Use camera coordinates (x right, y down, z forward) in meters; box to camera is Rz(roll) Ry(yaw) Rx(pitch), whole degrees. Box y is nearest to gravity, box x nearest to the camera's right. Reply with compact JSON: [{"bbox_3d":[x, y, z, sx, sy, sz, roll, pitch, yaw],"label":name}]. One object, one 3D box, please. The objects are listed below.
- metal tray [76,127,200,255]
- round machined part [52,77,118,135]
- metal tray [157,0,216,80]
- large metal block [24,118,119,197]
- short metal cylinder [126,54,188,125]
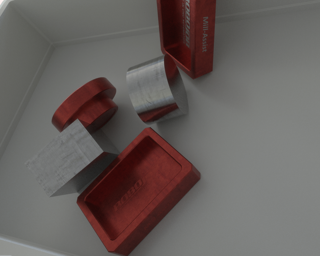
[{"bbox_3d":[-0.028,0.072,0.371,0.130,0.030,0.090,-46,51,-4],"label":"metal tray"},{"bbox_3d":[-0.098,-0.022,0.434,0.098,0.098,0.042,-43,86,-2],"label":"round machined part"},{"bbox_3d":[0.032,-0.140,0.405,0.030,0.129,0.090,-26,49,-18],"label":"metal tray"},{"bbox_3d":[-0.104,0.039,0.390,0.080,0.080,0.050,-40,79,1],"label":"large metal block"},{"bbox_3d":[-0.001,-0.049,0.400,0.050,0.080,0.080,-17,55,18],"label":"short metal cylinder"}]
